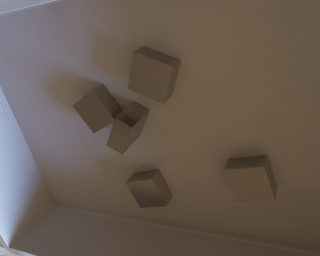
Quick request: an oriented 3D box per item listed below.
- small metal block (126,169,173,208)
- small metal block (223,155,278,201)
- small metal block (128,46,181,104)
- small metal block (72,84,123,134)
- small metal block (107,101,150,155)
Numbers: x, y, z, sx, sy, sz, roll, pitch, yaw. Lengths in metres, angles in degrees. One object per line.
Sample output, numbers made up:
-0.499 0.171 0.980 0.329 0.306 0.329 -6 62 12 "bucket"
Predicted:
-0.016 0.094 0.475 0.050 0.025 0.050 -14 111 34 "small metal block"
0.114 0.064 0.388 0.050 0.025 0.050 -10 114 32 "small metal block"
-0.008 -0.064 0.373 0.050 0.025 0.050 24 127 13 "small metal block"
-0.087 -0.027 0.438 0.050 0.025 0.050 -27 104 37 "small metal block"
-0.042 -0.001 0.414 0.025 0.050 0.050 30 128 9 "small metal block"
